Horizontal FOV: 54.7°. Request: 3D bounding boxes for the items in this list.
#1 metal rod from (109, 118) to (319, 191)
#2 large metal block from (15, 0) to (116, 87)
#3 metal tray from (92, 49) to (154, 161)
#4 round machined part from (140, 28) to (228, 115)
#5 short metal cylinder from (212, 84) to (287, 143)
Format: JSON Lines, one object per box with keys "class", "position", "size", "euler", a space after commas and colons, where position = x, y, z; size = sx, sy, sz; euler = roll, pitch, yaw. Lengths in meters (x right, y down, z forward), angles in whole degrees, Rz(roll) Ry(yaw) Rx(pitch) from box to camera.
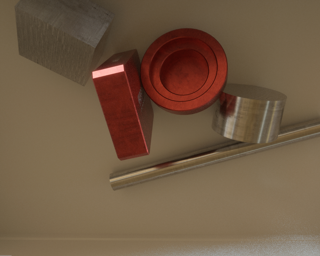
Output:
{"class": "metal rod", "position": [0.078, 0.037, 0.425], "size": [0.301, 0.025, 0.025], "euler": [-15, 110, 5]}
{"class": "large metal block", "position": [-0.104, -0.101, 0.337], "size": [0.080, 0.050, 0.080], "euler": [26, 152, -10]}
{"class": "metal tray", "position": [-0.034, -0.033, 0.342], "size": [0.030, 0.130, 0.089], "euler": [-13, 110, 6]}
{"class": "round machined part", "position": [0.030, -0.063, 0.364], "size": [0.098, 0.042, 0.097], "euler": [-2, 79, 12]}
{"class": "short metal cylinder", "position": [0.106, -0.020, 0.376], "size": [0.081, 0.080, 0.050], "euler": [5, 110, -2]}
